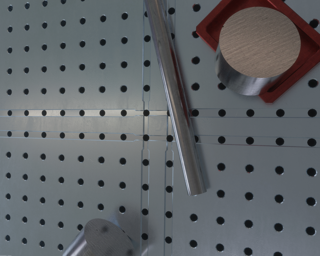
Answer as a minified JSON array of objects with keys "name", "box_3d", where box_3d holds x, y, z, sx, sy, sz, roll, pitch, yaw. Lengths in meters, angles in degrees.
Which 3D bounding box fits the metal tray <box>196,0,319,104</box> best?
[{"name":"metal tray","box_3d":[0.118,-0.103,0.367,0.090,0.030,0.130,-44,77,14]}]

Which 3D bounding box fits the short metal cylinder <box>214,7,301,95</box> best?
[{"name":"short metal cylinder","box_3d":[0.102,-0.081,0.336,0.080,0.050,0.080,-1,76,3]}]

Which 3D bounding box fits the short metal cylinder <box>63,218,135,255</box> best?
[{"name":"short metal cylinder","box_3d":[-0.080,0.169,0.412,0.080,0.080,0.050,43,104,15]}]

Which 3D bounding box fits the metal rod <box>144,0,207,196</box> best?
[{"name":"metal rod","box_3d":[0.016,-0.062,0.406,0.025,0.025,0.298,-14,85,19]}]
